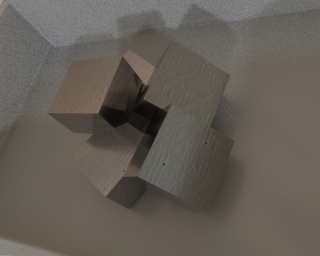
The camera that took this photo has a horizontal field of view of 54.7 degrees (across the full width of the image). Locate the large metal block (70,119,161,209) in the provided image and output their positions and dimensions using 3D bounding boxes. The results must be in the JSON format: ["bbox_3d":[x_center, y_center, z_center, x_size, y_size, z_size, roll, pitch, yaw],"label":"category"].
[{"bbox_3d":[-0.049,0.038,0.385,0.080,0.050,0.080,34,80,38],"label":"large metal block"}]

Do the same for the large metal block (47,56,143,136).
[{"bbox_3d":[-0.079,-0.039,0.385,0.080,0.050,0.080,2,61,30],"label":"large metal block"}]

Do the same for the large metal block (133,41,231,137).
[{"bbox_3d":[0.026,-0.042,0.371,0.080,0.050,0.080,28,71,-10],"label":"large metal block"}]

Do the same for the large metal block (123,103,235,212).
[{"bbox_3d":[0.020,0.033,0.328,0.080,0.080,0.050,-65,16,-18],"label":"large metal block"}]

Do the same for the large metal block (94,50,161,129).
[{"bbox_3d":[-0.039,-0.053,0.440,0.080,0.050,0.080,-45,51,-4],"label":"large metal block"}]
